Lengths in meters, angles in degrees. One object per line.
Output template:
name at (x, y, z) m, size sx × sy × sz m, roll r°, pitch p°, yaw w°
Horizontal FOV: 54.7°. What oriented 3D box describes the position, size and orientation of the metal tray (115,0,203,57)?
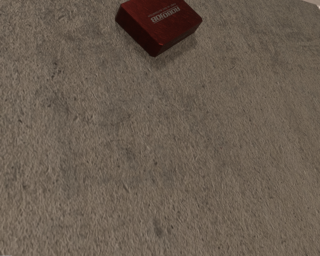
metal tray at (0.002, -0.180, 0.513) m, size 0.090 × 0.030 × 0.131 m, roll 45°, pitch 51°, yaw 3°
